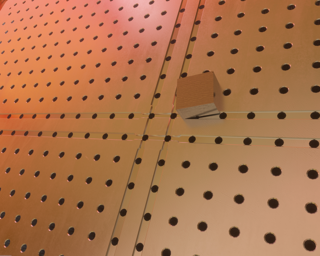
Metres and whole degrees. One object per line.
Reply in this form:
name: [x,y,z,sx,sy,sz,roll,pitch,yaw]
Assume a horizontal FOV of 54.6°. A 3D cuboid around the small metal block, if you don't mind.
small metal block: [0.050,-0.043,0.409,0.050,0.025,0.050,-9,58,23]
